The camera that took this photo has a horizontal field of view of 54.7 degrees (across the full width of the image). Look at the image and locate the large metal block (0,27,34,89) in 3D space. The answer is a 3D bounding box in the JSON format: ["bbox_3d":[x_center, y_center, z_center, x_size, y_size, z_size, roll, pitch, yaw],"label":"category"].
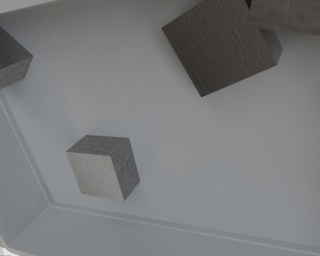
[{"bbox_3d":[-0.247,-0.100,0.441,0.080,0.080,0.050,42,129,-1],"label":"large metal block"}]

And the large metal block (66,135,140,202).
[{"bbox_3d":[-0.085,0.059,0.474,0.080,0.050,0.080,3,120,27],"label":"large metal block"}]

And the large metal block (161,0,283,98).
[{"bbox_3d":[0.062,-0.088,0.305,0.080,0.050,0.080,-22,107,36],"label":"large metal block"}]

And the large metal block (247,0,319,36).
[{"bbox_3d":[0.121,-0.108,0.242,0.080,0.080,0.050,14,124,20],"label":"large metal block"}]
